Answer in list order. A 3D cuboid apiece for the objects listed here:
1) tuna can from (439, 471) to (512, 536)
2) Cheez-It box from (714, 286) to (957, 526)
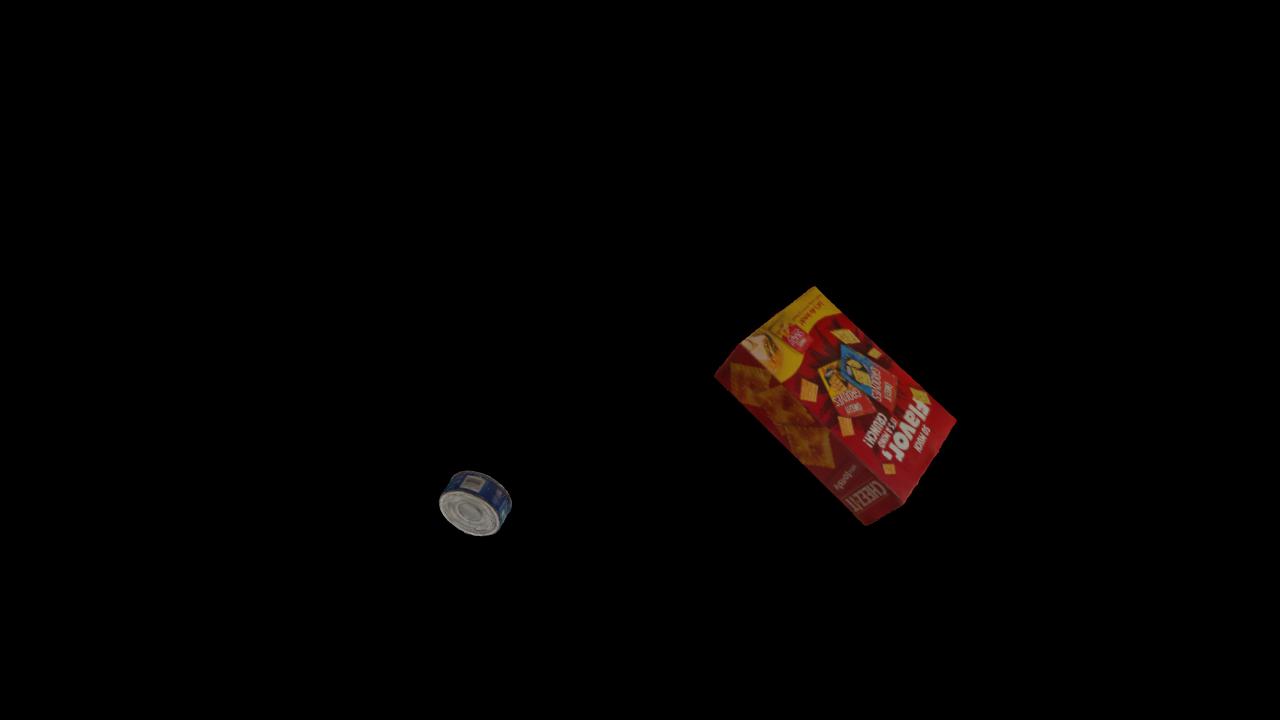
[{"bbox_3d":[-0.203,0.178,0.758,0.084,0.084,0.034,0,35,17],"label":"tuna can"},{"bbox_3d":[0.216,0.041,0.672,0.166,0.223,0.071,-34,-16,-39],"label":"Cheez-It box"}]
